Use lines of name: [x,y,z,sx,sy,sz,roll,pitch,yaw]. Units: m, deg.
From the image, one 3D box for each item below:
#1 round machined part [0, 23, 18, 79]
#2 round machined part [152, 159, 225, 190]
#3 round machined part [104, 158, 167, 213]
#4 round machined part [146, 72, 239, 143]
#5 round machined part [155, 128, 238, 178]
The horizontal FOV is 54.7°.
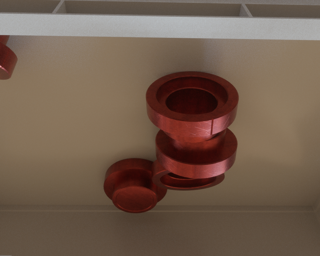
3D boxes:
round machined part: [-0.189,-0.087,0.300,0.099,0.042,0.098,14,168,3]
round machined part: [0.038,0.052,0.429,0.099,0.042,0.098,-1,151,0]
round machined part: [-0.038,0.095,0.479,0.099,0.042,0.097,-1,130,0]
round machined part: [0.035,-0.021,0.343,0.099,0.098,0.042,-1,129,1]
round machined part: [0.044,0.013,0.374,0.099,0.098,0.042,-1,123,0]
